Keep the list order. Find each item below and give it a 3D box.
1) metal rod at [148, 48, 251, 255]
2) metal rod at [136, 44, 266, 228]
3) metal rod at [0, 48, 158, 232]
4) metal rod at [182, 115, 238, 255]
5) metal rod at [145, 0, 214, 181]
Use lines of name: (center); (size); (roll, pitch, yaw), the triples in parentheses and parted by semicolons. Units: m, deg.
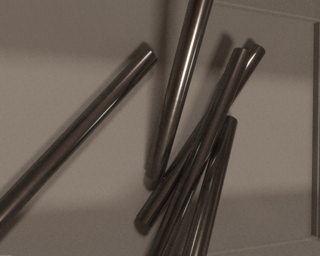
metal rod: (0.053, 0.033, 0.403); (0.025, 0.025, 0.299); (26, 82, -19)
metal rod: (0.063, 0.002, 0.435); (0.025, 0.025, 0.300); (39, 77, -16)
metal rod: (-0.108, 0.016, 0.371); (0.025, 0.025, 0.300); (44, 76, -15)
metal rod: (0.053, 0.098, 0.359); (0.025, 0.025, 0.301); (38, 50, -16)
metal rod: (0.027, -0.070, 0.353); (0.025, 0.025, 0.298); (5, 115, -20)
